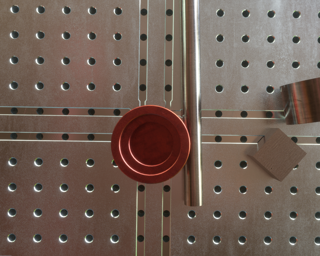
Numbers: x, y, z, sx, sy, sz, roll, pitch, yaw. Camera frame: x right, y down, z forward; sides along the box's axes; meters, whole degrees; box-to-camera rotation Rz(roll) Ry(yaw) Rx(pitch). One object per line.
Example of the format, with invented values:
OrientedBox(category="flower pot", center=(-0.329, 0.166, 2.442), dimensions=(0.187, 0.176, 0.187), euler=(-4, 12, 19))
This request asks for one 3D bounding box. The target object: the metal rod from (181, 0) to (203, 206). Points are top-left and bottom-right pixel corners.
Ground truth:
OrientedBox(category="metal rod", center=(0.042, -0.047, 0.413), dimensions=(0.025, 0.025, 0.298), euler=(-1, 90, -1))

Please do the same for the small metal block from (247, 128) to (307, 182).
OrientedBox(category="small metal block", center=(0.156, 0.035, 0.416), dimensions=(0.050, 0.025, 0.050), euler=(42, 90, -1))

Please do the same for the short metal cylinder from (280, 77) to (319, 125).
OrientedBox(category="short metal cylinder", center=(0.197, -0.035, 0.389), dimensions=(0.080, 0.080, 0.050), euler=(-10, 90, 0))

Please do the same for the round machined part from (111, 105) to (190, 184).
OrientedBox(category="round machined part", center=(-0.010, 0.020, 0.401), dimensions=(0.099, 0.042, 0.097), euler=(0, 90, 5))
